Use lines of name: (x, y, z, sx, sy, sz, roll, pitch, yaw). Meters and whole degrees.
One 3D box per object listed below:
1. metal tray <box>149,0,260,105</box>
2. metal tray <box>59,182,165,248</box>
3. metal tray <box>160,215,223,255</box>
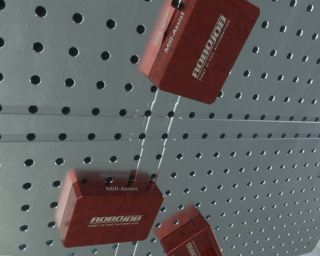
metal tray: (0.053, -0.100, 0.374, 0.091, 0.030, 0.129, 12, 112, -34)
metal tray: (-0.068, 0.123, 0.447, 0.131, 0.030, 0.089, 7, 115, -32)
metal tray: (0.064, 0.231, 0.584, 0.090, 0.030, 0.130, -31, 129, -9)
